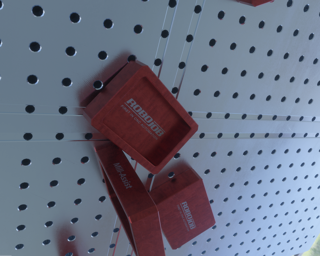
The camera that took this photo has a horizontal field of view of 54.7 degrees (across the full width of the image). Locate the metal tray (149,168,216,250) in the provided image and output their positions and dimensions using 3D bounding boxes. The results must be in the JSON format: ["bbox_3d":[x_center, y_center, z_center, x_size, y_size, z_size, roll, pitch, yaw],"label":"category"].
[{"bbox_3d":[0.038,0.138,0.516,0.090,0.030,0.129,-29,129,-10],"label":"metal tray"}]

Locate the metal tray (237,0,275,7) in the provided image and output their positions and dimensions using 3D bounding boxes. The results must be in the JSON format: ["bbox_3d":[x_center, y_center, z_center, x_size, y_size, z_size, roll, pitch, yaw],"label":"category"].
[{"bbox_3d":[0.130,-0.215,0.347,0.091,0.030,0.129,-24,127,-15],"label":"metal tray"}]

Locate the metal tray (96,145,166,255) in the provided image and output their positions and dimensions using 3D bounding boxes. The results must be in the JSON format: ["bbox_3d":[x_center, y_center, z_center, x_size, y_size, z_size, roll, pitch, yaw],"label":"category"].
[{"bbox_3d":[-0.038,0.090,0.380,0.030,0.130,0.089,-20,126,-17],"label":"metal tray"}]

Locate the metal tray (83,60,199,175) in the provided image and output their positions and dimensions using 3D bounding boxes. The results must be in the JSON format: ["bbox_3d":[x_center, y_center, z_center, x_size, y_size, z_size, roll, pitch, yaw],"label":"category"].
[{"bbox_3d":[-0.018,-0.009,0.387,0.090,0.030,0.130,-48,130,-3],"label":"metal tray"}]
